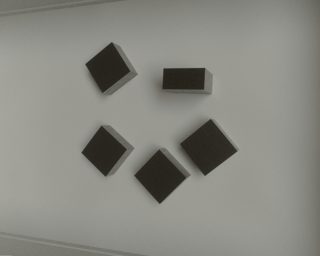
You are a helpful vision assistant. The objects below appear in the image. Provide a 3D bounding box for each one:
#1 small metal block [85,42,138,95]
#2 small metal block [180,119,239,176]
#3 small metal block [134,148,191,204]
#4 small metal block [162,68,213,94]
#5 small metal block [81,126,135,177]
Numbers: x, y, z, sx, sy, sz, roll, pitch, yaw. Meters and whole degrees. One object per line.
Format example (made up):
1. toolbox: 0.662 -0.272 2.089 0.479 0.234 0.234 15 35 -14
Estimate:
1. small metal block: -0.068 -0.082 0.433 0.050 0.025 0.050 -35 79 16
2. small metal block: 0.062 0.024 0.388 0.050 0.025 0.050 -41 78 15
3. small metal block: 0.004 0.062 0.408 0.050 0.025 0.050 46 104 14
4. small metal block: 0.036 -0.057 0.384 0.050 0.050 0.025 3 91 19
5. small metal block: -0.073 0.032 0.435 0.050 0.025 0.050 41 103 15
